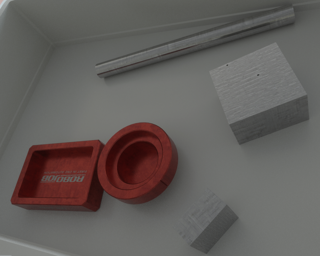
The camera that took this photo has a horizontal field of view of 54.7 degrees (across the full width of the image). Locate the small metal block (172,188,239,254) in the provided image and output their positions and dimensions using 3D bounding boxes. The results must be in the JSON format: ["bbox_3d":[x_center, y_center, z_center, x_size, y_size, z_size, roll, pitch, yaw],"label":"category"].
[{"bbox_3d":[0.047,0.093,0.307,0.050,0.050,0.025,-47,52,-5],"label":"small metal block"}]

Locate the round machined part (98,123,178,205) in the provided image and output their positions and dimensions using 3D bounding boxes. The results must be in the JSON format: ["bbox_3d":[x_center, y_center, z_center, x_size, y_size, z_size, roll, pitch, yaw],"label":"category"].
[{"bbox_3d":[-0.023,0.045,0.378,0.098,0.042,0.098,-13,56,20],"label":"round machined part"}]

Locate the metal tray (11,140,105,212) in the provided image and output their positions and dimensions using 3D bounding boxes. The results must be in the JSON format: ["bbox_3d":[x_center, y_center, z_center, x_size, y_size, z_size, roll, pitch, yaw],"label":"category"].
[{"bbox_3d":[-0.137,0.067,0.431,0.130,0.030,0.090,-5,59,25],"label":"metal tray"}]

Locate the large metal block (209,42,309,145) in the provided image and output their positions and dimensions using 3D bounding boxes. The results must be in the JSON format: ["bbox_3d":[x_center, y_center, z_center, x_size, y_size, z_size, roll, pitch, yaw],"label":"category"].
[{"bbox_3d":[0.111,-0.038,0.354,0.080,0.050,0.080,-22,54,14],"label":"large metal block"}]

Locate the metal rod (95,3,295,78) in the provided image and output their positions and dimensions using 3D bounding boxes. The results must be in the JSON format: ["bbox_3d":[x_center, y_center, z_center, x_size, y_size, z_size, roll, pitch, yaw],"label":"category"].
[{"bbox_3d":[0.037,-0.123,0.460,0.301,0.025,0.025,-12,57,21],"label":"metal rod"}]
